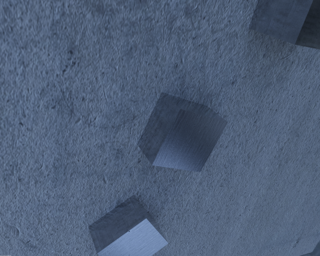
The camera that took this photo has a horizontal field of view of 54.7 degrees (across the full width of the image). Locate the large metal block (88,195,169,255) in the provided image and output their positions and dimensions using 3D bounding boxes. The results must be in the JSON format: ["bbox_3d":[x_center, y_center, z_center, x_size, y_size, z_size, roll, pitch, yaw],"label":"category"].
[{"bbox_3d":[-0.046,0.161,0.465,0.080,0.050,0.080,-35,129,-5],"label":"large metal block"}]

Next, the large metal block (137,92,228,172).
[{"bbox_3d":[0.029,0.007,0.411,0.081,0.050,0.080,13,112,-34],"label":"large metal block"}]

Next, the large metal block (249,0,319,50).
[{"bbox_3d":[0.174,-0.133,0.384,0.081,0.080,0.050,0,118,-29],"label":"large metal block"}]
